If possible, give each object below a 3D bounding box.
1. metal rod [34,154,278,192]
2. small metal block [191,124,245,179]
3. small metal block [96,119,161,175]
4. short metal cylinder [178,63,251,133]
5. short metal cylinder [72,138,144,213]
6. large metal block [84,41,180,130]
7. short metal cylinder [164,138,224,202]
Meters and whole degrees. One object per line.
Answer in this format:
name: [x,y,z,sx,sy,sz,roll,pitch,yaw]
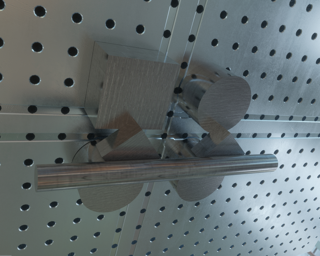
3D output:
metal rod: [0.020,0.047,0.353,0.303,0.025,0.025,1,118,-29]
small metal block: [0.077,0.031,0.408,0.050,0.025,0.050,-42,130,1]
small metal block: [-0.034,0.027,0.344,0.050,0.025,0.050,-35,129,-6]
short metal cylinder: [0.072,-0.040,0.409,0.081,0.050,0.079,-14,124,-21]
short metal cylinder: [-0.067,0.060,0.394,0.081,0.050,0.079,-14,124,-21]
large metal block: [-0.034,-0.045,0.348,0.081,0.050,0.079,1,118,-29]
short metal cylinder: [0.050,0.062,0.460,0.081,0.050,0.079,-14,124,-21]
